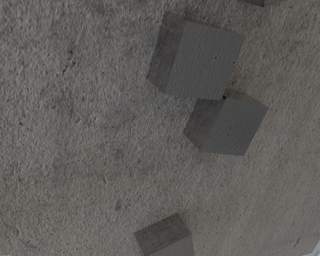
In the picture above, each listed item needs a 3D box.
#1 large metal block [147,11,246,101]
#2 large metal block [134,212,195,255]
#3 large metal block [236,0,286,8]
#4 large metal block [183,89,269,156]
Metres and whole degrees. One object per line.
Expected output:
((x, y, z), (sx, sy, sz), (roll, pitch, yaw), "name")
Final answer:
((0.040, -0.082, 0.362), (0.081, 0.050, 0.079), (3, 117, -30), "large metal block")
((0.009, 0.202, 0.521), (0.081, 0.050, 0.080), (-21, 127, -16), "large metal block")
((0.133, -0.190, 0.345), (0.081, 0.050, 0.080), (-23, 127, -15), "large metal block")
((0.091, -0.010, 0.434), (0.081, 0.050, 0.079), (8, 114, -32), "large metal block")
